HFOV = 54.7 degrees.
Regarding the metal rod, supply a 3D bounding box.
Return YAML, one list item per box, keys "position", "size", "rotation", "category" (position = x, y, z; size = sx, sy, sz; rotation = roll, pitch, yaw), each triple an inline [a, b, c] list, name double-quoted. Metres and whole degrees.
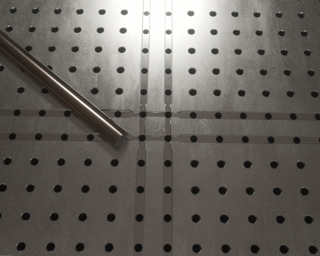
- position: [-0.166, -0.075, 0.437]
  size: [0.300, 0.025, 0.025]
  rotation: [38, 74, 12]
  category: "metal rod"
